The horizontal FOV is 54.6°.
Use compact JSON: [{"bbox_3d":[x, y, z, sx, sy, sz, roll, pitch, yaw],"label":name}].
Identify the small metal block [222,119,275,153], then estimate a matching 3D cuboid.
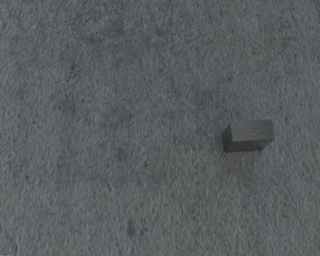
[{"bbox_3d":[0.110,0.011,0.391,0.050,0.050,0.025,-4,70,-1],"label":"small metal block"}]
